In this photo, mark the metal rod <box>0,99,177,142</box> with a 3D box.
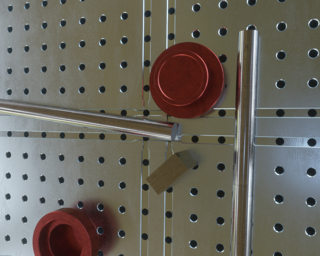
[{"bbox_3d":[-0.122,-0.015,0.455,0.301,0.025,0.025,8,93,19],"label":"metal rod"}]

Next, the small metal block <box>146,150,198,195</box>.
[{"bbox_3d":[0.016,0.055,0.393,0.050,0.050,0.025,-43,77,15],"label":"small metal block"}]

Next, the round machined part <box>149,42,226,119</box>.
[{"bbox_3d":[0.031,-0.061,0.392,0.098,0.042,0.097,0,90,20],"label":"round machined part"}]

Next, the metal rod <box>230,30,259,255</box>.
[{"bbox_3d":[0.102,0.034,0.376,0.025,0.025,0.298,2,91,20],"label":"metal rod"}]

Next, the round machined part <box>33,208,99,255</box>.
[{"bbox_3d":[-0.131,0.164,0.450,0.098,0.042,0.097,0,90,20],"label":"round machined part"}]
